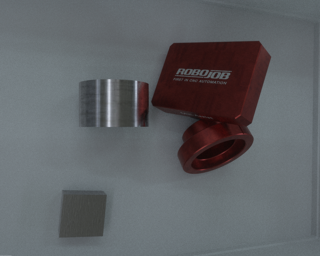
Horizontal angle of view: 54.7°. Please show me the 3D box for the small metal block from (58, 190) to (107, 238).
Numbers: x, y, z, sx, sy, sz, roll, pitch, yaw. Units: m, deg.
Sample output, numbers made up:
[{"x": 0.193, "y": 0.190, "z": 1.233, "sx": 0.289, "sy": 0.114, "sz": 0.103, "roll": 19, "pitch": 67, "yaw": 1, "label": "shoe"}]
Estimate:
[{"x": -0.094, "y": 0.103, "z": 0.376, "sx": 0.050, "sy": 0.025, "sz": 0.050, "roll": 6, "pitch": 88, "yaw": -20, "label": "small metal block"}]

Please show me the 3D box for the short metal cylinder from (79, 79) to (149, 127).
[{"x": -0.053, "y": -0.026, "z": 0.362, "sx": 0.081, "sy": 0.080, "sz": 0.050, "roll": 0, "pitch": 90, "yaw": -20, "label": "short metal cylinder"}]

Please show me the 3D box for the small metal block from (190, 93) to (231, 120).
[{"x": 0.072, "y": -0.035, "z": 0.431, "sx": 0.050, "sy": 0.025, "sz": 0.050, "roll": 15, "pitch": 67, "yaw": -20, "label": "small metal block"}]

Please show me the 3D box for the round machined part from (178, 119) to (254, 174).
[{"x": 0.069, "y": 0.018, "z": 0.408, "sx": 0.099, "sy": 0.097, "sz": 0.042, "roll": -11, "pitch": 59, "yaw": -20, "label": "round machined part"}]

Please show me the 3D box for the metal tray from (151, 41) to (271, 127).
[{"x": 0.057, "y": -0.057, "z": 0.378, "sx": 0.030, "sy": 0.130, "sz": 0.090, "roll": 26, "pitch": 80, "yaw": -48, "label": "metal tray"}]
